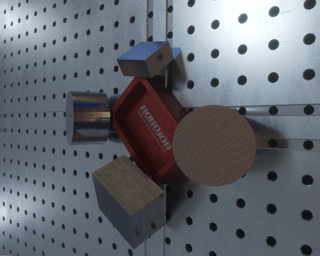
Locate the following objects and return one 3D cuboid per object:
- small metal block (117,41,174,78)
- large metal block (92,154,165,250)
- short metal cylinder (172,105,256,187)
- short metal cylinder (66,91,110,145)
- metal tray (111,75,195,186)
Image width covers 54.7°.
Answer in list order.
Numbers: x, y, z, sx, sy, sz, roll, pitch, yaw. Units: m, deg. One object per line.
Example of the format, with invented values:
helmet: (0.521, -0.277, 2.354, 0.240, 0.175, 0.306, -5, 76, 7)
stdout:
small metal block: (-0.019, -0.090, 0.405, 0.050, 0.050, 0.025, 12, 135, 39)
large metal block: (-0.041, 0.095, 0.404, 0.080, 0.050, 0.079, 38, 144, 33)
short metal cylinder: (0.058, 0.017, 0.325, 0.080, 0.050, 0.079, 0, 90, 13)
short metal cylinder: (-0.110, -0.015, 0.465, 0.080, 0.050, 0.079, 180, 90, -65)
metal tray: (-0.010, 0.000, 0.413, 0.090, 0.030, 0.130, -49, 61, 29)
